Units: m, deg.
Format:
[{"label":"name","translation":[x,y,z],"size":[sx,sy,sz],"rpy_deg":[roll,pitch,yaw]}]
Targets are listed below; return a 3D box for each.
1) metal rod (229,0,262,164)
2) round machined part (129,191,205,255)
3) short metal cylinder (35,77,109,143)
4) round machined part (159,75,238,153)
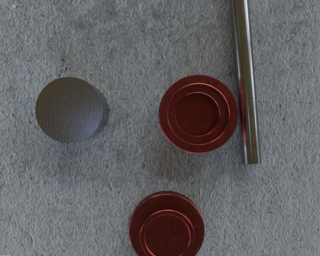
[{"label":"metal rod","translation":[0.110,-0.102,0.411],"size":[0.025,0.025,0.298],"rpy_deg":[-5,90,-1]},{"label":"round machined part","translation":[0.009,0.135,0.402],"size":[0.099,0.042,0.097],"rpy_deg":[0,90,-1]},{"label":"short metal cylinder","translation":[-0.109,-0.022,0.396],"size":[0.081,0.050,0.079],"rpy_deg":[0,90,-1]},{"label":"round machined part","translation":[0.047,-0.017,0.402],"size":[0.099,0.042,0.097],"rpy_deg":[0,90,-1]}]
